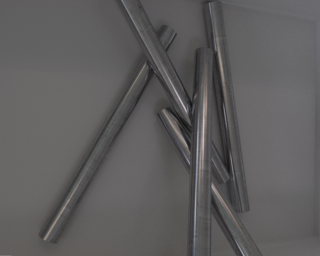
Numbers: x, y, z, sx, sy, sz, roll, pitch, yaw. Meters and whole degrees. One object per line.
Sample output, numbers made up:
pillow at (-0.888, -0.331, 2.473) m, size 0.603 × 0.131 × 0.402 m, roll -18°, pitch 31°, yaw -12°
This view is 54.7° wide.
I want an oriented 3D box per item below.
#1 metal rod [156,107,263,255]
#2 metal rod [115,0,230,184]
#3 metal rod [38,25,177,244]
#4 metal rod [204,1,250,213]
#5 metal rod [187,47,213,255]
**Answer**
metal rod at (0.076, 0.101, 0.362) m, size 0.025 × 0.025 × 0.299 m, roll -23°, pitch 68°, yaw -19°
metal rod at (0.018, -0.050, 0.395) m, size 0.025 × 0.025 × 0.299 m, roll -36°, pitch 110°, yaw -16°
metal rod at (-0.060, 0.000, 0.388) m, size 0.025 × 0.025 × 0.300 m, roll 32°, pitch 80°, yaw -17°
metal rod at (0.097, -0.027, 0.445) m, size 0.025 × 0.025 × 0.298 m, roll -10°, pitch 93°, yaw -20°
metal rod at (0.048, 0.035, 0.362) m, size 0.025 × 0.025 × 0.299 m, roll 13°, pitch 66°, yaw -20°
